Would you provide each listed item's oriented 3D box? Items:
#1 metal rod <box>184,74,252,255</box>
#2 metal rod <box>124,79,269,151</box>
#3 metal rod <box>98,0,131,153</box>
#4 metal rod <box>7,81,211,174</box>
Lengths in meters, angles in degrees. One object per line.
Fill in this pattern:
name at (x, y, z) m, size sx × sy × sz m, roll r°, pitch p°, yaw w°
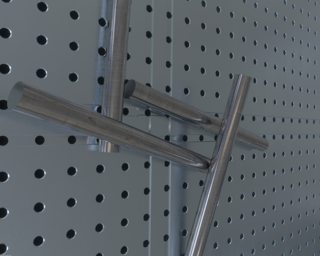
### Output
metal rod at (0.079, 0.071, 0.442) m, size 0.025 × 0.025 × 0.299 m, roll 16°, pitch 90°, yaw -39°
metal rod at (0.074, -0.008, 0.469) m, size 0.302 × 0.025 × 0.025 m, roll 19°, pitch 78°, yaw -38°
metal rod at (-0.049, -0.121, 0.366) m, size 0.025 × 0.025 × 0.299 m, roll 6°, pitch 86°, yaw -40°
metal rod at (-0.022, 0.016, 0.360) m, size 0.301 × 0.025 × 0.025 m, roll 24°, pitch 75°, yaw -46°
